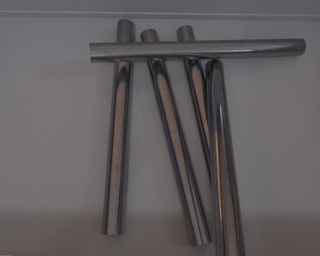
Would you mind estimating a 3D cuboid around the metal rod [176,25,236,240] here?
[{"bbox_3d":[0.061,-0.007,0.412,0.025,0.025,0.299,-9,70,-3],"label":"metal rod"}]

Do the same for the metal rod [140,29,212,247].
[{"bbox_3d":[0.016,-0.002,0.410,0.025,0.025,0.299,-12,70,-4],"label":"metal rod"}]

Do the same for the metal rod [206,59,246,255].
[{"bbox_3d":[0.067,0.019,0.340,0.025,0.025,0.300,4,46,2],"label":"metal rod"}]

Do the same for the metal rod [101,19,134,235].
[{"bbox_3d":[-0.054,-0.015,0.414,0.025,0.025,0.299,1,70,0],"label":"metal rod"}]

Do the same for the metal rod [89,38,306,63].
[{"bbox_3d":[0.059,-0.107,0.423,0.302,0.025,0.025,-5,70,-12],"label":"metal rod"}]
